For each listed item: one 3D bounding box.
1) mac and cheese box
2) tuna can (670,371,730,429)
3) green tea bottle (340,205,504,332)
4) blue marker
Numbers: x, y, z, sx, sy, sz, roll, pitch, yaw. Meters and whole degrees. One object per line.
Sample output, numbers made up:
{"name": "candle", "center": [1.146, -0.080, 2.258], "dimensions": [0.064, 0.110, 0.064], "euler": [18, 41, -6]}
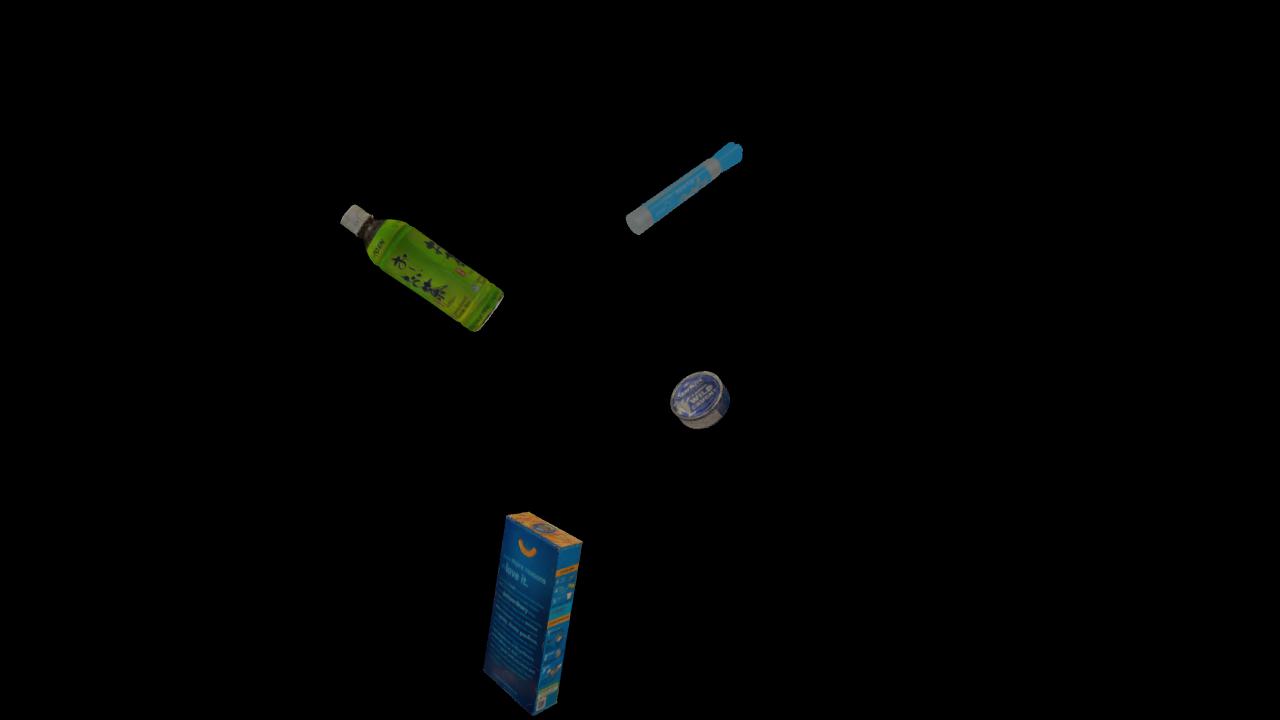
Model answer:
{"name": "mac and cheese box", "center": [-0.118, 0.269, 0.665], "dimensions": [0.093, 0.184, 0.041], "euler": [16, 8, 41]}
{"name": "tuna can", "center": [0.089, 0.059, 0.902], "dimensions": [0.084, 0.084, 0.034], "euler": [0, -36, 37]}
{"name": "green tea bottle", "center": [-0.280, -0.121, 0.791], "dimensions": [0.212, 0.073, 0.073], "euler": [34, -11, -17]}
{"name": "blue marker", "center": [0.040, -0.144, 0.510], "dimensions": [0.121, 0.020, 0.020], "euler": [-39, 12, -15]}
